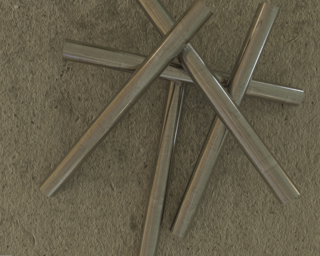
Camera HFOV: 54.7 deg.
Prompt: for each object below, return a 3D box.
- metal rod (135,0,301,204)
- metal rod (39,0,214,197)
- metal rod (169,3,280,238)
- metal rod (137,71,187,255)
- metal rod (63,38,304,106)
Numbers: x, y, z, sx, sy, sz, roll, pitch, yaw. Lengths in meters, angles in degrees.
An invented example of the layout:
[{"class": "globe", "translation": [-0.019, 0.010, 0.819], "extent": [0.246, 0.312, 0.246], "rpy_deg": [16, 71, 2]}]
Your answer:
[{"class": "metal rod", "translation": [0.057, -0.048, 0.356], "extent": [0.025, 0.025, 0.299], "rpy_deg": [-34, 81, 0]}, {"class": "metal rod", "translation": [-0.050, -0.024, 0.369], "extent": [0.025, 0.025, 0.299], "rpy_deg": [43, 106, 0]}, {"class": "metal rod", "translation": [0.074, 0.000, 0.381], "extent": [0.025, 0.025, 0.298], "rpy_deg": [20, 102, 0]}, {"class": "metal rod", "translation": [0.001, 0.066, 0.409], "extent": [0.025, 0.025, 0.298], "rpy_deg": [10, 90, 0]}, {"class": "metal rod", "translation": [0.037, -0.066, 0.386], "extent": [0.302, 0.025, 0.025], "rpy_deg": [10, 90, -10]}]
